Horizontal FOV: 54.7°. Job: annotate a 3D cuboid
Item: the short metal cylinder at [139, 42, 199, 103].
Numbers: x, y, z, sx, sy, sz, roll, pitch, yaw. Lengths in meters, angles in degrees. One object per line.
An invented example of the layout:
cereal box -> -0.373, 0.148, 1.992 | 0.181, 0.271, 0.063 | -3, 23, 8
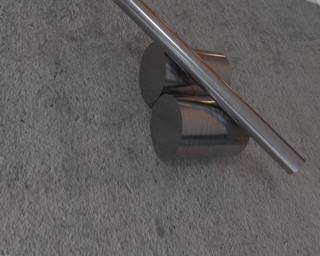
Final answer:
short metal cylinder -> 0.011, -0.072, 0.420 | 0.050, 0.080, 0.080 | 1, 62, -28

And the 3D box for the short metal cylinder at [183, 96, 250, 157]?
short metal cylinder -> 0.073, -0.001, 0.410 | 0.050, 0.080, 0.080 | 1, 62, -28

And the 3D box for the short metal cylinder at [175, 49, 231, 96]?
short metal cylinder -> 0.056, -0.072, 0.444 | 0.050, 0.080, 0.080 | 1, 62, -28

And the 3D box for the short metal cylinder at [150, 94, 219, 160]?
short metal cylinder -> 0.028, -0.001, 0.386 | 0.050, 0.080, 0.080 | 1, 62, -28

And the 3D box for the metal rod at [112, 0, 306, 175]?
metal rod -> 0.054, -0.061, 0.368 | 0.300, 0.025, 0.025 | 45, 51, 3
